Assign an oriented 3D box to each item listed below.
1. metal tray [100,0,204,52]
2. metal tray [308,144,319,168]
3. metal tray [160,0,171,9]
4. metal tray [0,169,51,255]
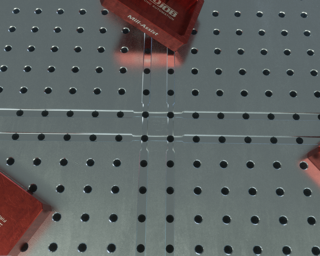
[{"bbox_3d":[-0.008,-0.182,0.445,0.131,0.030,0.090,28,70,-19],"label":"metal tray"},{"bbox_3d":[0.269,0.054,0.390,0.090,0.030,0.130,-36,74,-12],"label":"metal tray"},{"bbox_3d":[-0.039,-0.233,0.457,0.130,0.090,0.030,29,64,12],"label":"metal tray"},{"bbox_3d":[-0.212,0.096,0.373,0.130,0.030,0.090,32,73,11],"label":"metal tray"}]
